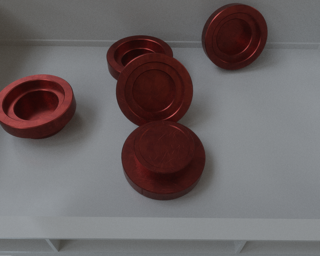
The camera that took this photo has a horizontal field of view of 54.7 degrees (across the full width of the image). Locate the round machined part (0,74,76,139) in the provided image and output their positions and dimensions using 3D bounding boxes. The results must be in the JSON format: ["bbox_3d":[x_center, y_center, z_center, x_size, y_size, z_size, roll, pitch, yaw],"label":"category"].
[{"bbox_3d":[-0.161,-0.024,0.412,0.099,0.042,0.098,0,50,0],"label":"round machined part"}]

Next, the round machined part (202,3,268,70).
[{"bbox_3d":[0.113,-0.144,0.486,0.099,0.097,0.042,-7,29,-6],"label":"round machined part"}]

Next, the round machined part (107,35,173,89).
[{"bbox_3d":[-0.030,-0.097,0.475,0.099,0.042,0.098,0,50,0],"label":"round machined part"}]

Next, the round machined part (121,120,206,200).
[{"bbox_3d":[0.004,0.031,0.361,0.099,0.042,0.098,1,57,-2],"label":"round machined part"}]

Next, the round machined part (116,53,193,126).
[{"bbox_3d":[-0.008,-0.051,0.413,0.099,0.097,0.042,-6,15,-5],"label":"round machined part"}]
